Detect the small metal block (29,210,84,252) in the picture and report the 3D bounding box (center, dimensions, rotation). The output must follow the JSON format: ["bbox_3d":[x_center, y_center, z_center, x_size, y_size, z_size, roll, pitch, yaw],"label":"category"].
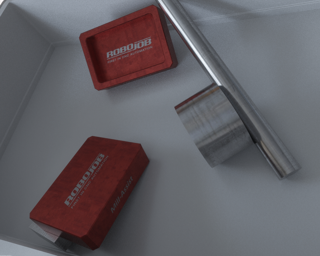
[{"bbox_3d":[-0.125,0.118,0.389,0.050,0.025,0.050,13,51,33],"label":"small metal block"}]

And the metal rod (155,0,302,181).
[{"bbox_3d":[0.065,-0.073,0.372,0.025,0.025,0.299,-32,65,7],"label":"metal rod"}]

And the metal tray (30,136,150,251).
[{"bbox_3d":[-0.082,0.071,0.378,0.090,0.030,0.130,7,49,31],"label":"metal tray"}]

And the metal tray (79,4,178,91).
[{"bbox_3d":[-0.048,-0.116,0.465,0.130,0.030,0.089,-15,95,19],"label":"metal tray"}]

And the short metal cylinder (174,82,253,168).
[{"bbox_3d":[0.058,-0.003,0.341,0.050,0.080,0.080,-32,52,7],"label":"short metal cylinder"}]
